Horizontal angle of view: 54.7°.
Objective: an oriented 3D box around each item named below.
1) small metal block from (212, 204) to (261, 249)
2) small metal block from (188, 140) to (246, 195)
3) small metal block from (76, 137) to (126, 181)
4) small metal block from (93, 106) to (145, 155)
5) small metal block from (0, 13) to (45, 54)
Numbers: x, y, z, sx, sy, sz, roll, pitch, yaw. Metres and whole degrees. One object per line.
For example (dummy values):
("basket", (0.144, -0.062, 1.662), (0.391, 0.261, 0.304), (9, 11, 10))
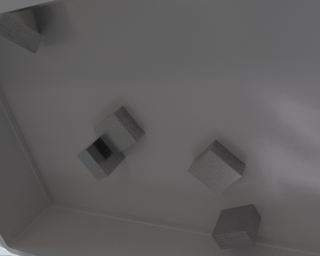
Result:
("small metal block", (0.104, 0.134, 0.420), (0.050, 0.050, 0.025), (-24, 105, 37))
("small metal block", (0.073, 0.052, 0.402), (0.050, 0.025, 0.050), (40, 129, 1))
("small metal block", (-0.087, 0.043, 0.465), (0.025, 0.050, 0.050), (-29, 102, 38))
("small metal block", (-0.058, 0.004, 0.442), (0.050, 0.025, 0.050), (-32, 101, 38))
("small metal block", (-0.182, -0.121, 0.400), (0.050, 0.050, 0.025), (28, 92, -32))
